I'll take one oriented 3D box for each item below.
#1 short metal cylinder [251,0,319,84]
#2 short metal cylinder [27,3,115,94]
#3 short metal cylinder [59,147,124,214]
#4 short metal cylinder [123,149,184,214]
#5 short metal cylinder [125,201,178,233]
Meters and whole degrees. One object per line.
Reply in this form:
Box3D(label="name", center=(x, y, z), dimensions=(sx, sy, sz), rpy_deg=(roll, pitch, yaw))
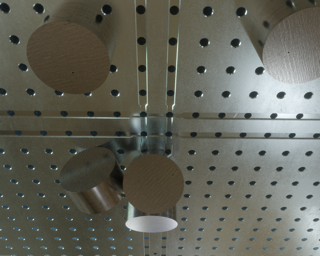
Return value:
Box3D(label="short metal cylinder", center=(0.140, -0.092, 0.318), dimensions=(0.081, 0.050, 0.079), rpy_deg=(0, 130, 0))
Box3D(label="short metal cylinder", center=(-0.090, -0.082, 0.324), dimensions=(0.081, 0.050, 0.079), rpy_deg=(0, 130, 0))
Box3D(label="short metal cylinder", center=(-0.092, 0.073, 0.437), dimensions=(0.080, 0.080, 0.050), rpy_deg=(-11, 129, 9))
Box3D(label="short metal cylinder", center=(-0.008, 0.072, 0.432), dimensions=(0.081, 0.050, 0.079), rpy_deg=(0, 93, 0))
Box3D(label="short metal cylinder", center=(-0.013, 0.130, 0.494), dimensions=(0.081, 0.050, 0.080), rpy_deg=(0, 144, 0))
